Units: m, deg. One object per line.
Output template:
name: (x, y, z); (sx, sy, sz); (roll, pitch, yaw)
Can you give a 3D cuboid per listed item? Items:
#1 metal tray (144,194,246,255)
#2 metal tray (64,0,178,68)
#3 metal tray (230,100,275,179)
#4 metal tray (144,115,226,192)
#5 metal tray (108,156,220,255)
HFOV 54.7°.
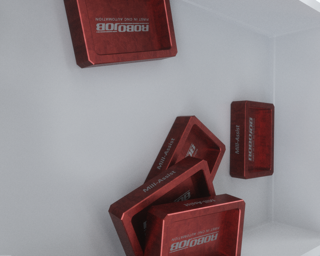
metal tray: (0.044, 0.132, 0.365); (0.131, 0.030, 0.089); (1, 95, -37)
metal tray: (-0.041, -0.124, 0.369); (0.131, 0.030, 0.089); (-16, 101, -39)
metal tray: (0.163, 0.020, 0.543); (0.091, 0.030, 0.129); (1, 89, -40)
metal tray: (0.037, 0.058, 0.436); (0.090, 0.030, 0.130); (41, 65, -33)
metal tray: (0.012, 0.103, 0.376); (0.131, 0.030, 0.089); (-28, 111, -31)
